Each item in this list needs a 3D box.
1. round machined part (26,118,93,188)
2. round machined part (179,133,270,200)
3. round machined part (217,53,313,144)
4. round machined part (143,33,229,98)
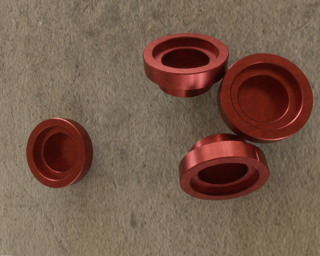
[{"bbox_3d":[-0.139,0.035,0.447,0.098,0.042,0.097,0,90,19],"label":"round machined part"},{"bbox_3d":[0.071,0.042,0.355,0.098,0.098,0.042,-18,49,19],"label":"round machined part"},{"bbox_3d":[0.113,-0.030,0.348,0.099,0.042,0.098,0,76,0],"label":"round machined part"},{"bbox_3d":[0.030,-0.073,0.370,0.098,0.098,0.042,14,135,19],"label":"round machined part"}]
